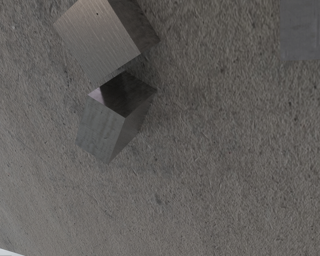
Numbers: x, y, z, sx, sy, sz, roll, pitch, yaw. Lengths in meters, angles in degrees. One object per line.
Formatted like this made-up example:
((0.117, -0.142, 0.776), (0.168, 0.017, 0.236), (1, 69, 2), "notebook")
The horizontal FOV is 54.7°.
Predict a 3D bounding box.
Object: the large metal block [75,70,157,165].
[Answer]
((-0.055, -0.015, 0.391), (0.050, 0.080, 0.079), (32, 129, 7), "large metal block")

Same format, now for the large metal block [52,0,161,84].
((-0.060, -0.109, 0.355), (0.080, 0.050, 0.080), (-23, 106, 36), "large metal block")

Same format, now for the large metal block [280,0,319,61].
((0.141, -0.091, 0.241), (0.080, 0.080, 0.050), (3, 120, 27), "large metal block")
